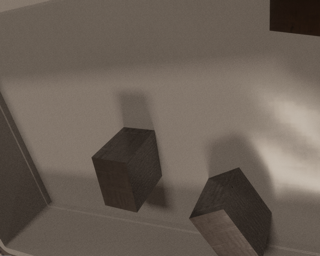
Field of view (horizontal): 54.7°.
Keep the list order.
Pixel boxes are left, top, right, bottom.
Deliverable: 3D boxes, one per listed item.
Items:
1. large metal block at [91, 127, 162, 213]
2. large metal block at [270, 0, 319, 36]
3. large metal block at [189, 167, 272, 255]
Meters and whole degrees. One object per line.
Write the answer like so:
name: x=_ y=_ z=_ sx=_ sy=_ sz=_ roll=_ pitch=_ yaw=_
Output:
large metal block: x=-0.041 y=0.055 z=0.427 sx=0.050 sy=0.080 sz=0.079 roll=6 pitch=121 yaw=25
large metal block: x=0.138 y=-0.099 z=0.218 sx=0.080 sy=0.081 sz=0.050 roll=36 pitch=141 yaw=54
large metal block: x=0.092 y=0.111 z=0.392 sx=0.050 sy=0.080 sz=0.080 roll=-29 pitch=103 yaw=37
